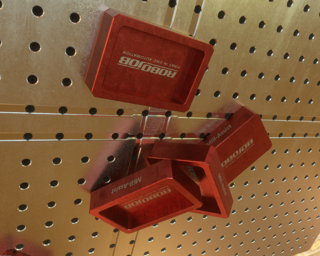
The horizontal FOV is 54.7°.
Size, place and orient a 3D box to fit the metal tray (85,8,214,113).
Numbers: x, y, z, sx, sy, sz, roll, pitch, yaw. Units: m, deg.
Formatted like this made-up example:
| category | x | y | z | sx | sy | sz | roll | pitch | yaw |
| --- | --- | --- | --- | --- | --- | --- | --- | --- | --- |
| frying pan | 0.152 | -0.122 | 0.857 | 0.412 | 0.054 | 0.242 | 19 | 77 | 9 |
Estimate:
| category | x | y | z | sx | sy | sz | roll | pitch | yaw |
| --- | --- | --- | --- | --- | --- | --- | --- | --- | --- |
| metal tray | -0.010 | -0.072 | 0.359 | 0.131 | 0.030 | 0.089 | 8 | 115 | -32 |

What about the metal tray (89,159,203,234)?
| category | x | y | z | sx | sy | sz | roll | pitch | yaw |
| --- | --- | --- | --- | --- | --- | --- | --- | --- | --- |
| metal tray | -0.019 | 0.099 | 0.426 | 0.130 | 0.030 | 0.090 | -27 | 133 | 20 |

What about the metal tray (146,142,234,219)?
| category | x | y | z | sx | sy | sz | roll | pitch | yaw |
| --- | --- | --- | --- | --- | --- | --- | --- | --- | --- |
| metal tray | 0.046 | 0.076 | 0.443 | 0.030 | 0.090 | 0.130 | -62 | 141 | -37 |

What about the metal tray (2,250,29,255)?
| category | x | y | z | sx | sy | sz | roll | pitch | yaw |
| --- | --- | --- | --- | --- | --- | --- | --- | --- | --- |
| metal tray | -0.221 | 0.237 | 0.434 | 0.130 | 0.030 | 0.090 | -42 | 130 | 0 |

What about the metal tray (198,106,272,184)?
| category | x | y | z | sx | sy | sz | roll | pitch | yaw |
| --- | --- | --- | --- | --- | --- | --- | --- | --- | --- |
| metal tray | 0.110 | 0.038 | 0.494 | 0.130 | 0.030 | 0.090 | -40 | 130 | -2 |
